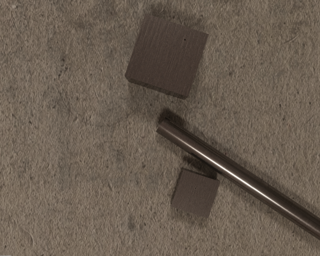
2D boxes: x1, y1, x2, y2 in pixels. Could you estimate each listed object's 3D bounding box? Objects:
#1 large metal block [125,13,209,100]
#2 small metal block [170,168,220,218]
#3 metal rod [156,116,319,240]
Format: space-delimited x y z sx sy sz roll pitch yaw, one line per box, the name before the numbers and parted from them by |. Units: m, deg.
large metal block | 0.008 -0.088 0.398 0.080 0.050 0.080 18 90 -1
small metal block | 0.046 0.085 0.411 0.050 0.025 0.050 18 90 -1
metal rod | 0.127 0.077 0.411 0.301 0.025 0.025 34 90 -1
